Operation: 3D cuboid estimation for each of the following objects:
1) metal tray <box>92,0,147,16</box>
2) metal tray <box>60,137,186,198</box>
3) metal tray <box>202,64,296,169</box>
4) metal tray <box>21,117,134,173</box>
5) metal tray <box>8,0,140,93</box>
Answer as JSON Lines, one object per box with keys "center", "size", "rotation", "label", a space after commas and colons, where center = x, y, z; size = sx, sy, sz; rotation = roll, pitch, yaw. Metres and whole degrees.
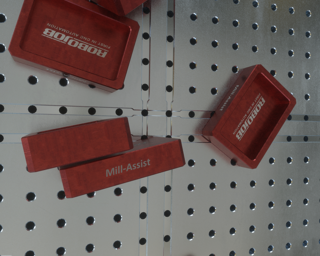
{"center": [-0.026, -0.193, 0.369], "size": [0.130, 0.090, 0.030], "rotation": [-41, 146, -16], "label": "metal tray"}
{"center": [-0.048, 0.040, 0.360], "size": [0.131, 0.090, 0.030], "rotation": [-13, 95, -20], "label": "metal tray"}
{"center": [0.134, -0.017, 0.458], "size": [0.090, 0.030, 0.130], "rotation": [39, 78, -16], "label": "metal tray"}
{"center": [-0.089, 0.013, 0.324], "size": [0.091, 0.130, 0.030], "rotation": [-12, 95, -20], "label": "metal tray"}
{"center": [-0.099, -0.105, 0.373], "size": [0.131, 0.030, 0.090], "rotation": [17, 84, -19], "label": "metal tray"}
